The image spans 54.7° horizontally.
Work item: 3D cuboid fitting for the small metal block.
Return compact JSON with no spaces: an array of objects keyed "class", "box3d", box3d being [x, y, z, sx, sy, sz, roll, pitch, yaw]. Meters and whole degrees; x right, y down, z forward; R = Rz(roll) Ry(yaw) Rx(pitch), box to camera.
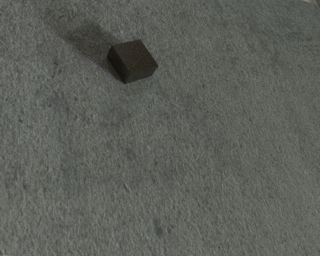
[{"class":"small metal block","box3d":[-0.039,-0.095,0.442,0.050,0.025,0.050,-25,75,-37]}]
